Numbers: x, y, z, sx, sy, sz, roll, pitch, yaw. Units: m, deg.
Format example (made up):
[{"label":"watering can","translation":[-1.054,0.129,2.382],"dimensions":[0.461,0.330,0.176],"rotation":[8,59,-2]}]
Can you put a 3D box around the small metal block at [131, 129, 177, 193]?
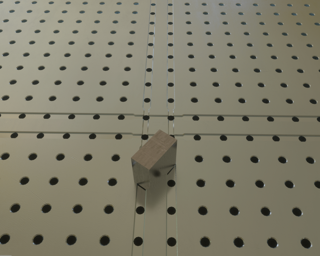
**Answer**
[{"label":"small metal block","translation":[-0.006,0.038,0.359],"dimensions":[0.025,0.050,0.050],"rotation":[31,56,23]}]
